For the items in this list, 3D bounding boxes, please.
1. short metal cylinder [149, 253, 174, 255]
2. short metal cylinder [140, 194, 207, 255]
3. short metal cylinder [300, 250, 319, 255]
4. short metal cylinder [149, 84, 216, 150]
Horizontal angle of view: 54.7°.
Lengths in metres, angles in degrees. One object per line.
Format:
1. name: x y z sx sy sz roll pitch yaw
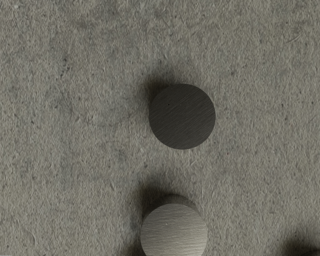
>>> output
1. short metal cylinder: 0.002 0.211 0.397 0.081 0.050 0.080 0 90 0
2. short metal cylinder: 0.017 0.130 0.398 0.081 0.050 0.080 0 90 0
3. short metal cylinder: 0.216 0.207 0.399 0.081 0.050 0.080 0 90 0
4. short metal cylinder: 0.027 -0.014 0.397 0.081 0.050 0.080 0 90 0
